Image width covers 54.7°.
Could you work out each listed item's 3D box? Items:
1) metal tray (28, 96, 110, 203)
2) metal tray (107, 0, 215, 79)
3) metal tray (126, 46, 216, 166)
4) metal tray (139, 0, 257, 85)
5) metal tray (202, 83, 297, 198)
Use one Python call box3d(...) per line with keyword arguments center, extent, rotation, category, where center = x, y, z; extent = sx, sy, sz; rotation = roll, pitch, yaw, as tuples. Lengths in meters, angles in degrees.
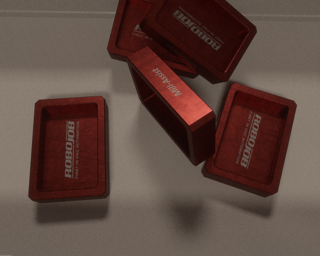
box3d(center=(-0.113, 0.026, 0.396), extent=(0.091, 0.030, 0.129), rotation=(-4, 70, -2), category="metal tray")
box3d(center=(0.001, -0.129, 0.432), extent=(0.131, 0.030, 0.090), rotation=(14, 87, -3), category="metal tray")
box3d(center=(0.013, -0.026, 0.368), extent=(0.030, 0.090, 0.130), rotation=(-33, 59, -11), category="metal tray")
box3d(center=(0.052, -0.129, 0.400), extent=(0.130, 0.030, 0.090), rotation=(34, 81, -16), category="metal tray")
box3d(center=(0.116, 0.014, 0.403), extent=(0.090, 0.030, 0.130), rotation=(19, 71, 6), category="metal tray")
